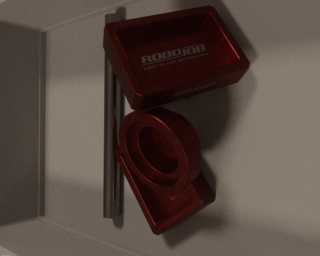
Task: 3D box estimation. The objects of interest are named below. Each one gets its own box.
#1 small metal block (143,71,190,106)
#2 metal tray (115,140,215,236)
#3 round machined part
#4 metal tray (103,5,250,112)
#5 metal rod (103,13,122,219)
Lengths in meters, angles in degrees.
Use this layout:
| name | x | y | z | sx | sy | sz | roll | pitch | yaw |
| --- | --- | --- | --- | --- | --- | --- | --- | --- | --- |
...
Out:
| name | x | y | z | sx | sy | sz | roll | pitch | yaw |
| --- | --- | --- | --- | --- | --- | --- | --- | --- | --- |
| small metal block | 0.007 | -0.056 | 0.399 | 0.050 | 0.025 | 0.050 | -12 | 82 | 39 |
| metal tray | 0.001 | 0.058 | 0.400 | 0.090 | 0.030 | 0.130 | -44 | 64 | 31 |
| round machined part | 0.004 | 0.020 | 0.336 | 0.098 | 0.042 | 0.097 | 24 | 130 | 33 |
| metal tray | 0.017 | -0.077 | 0.326 | 0.090 | 0.131 | 0.030 | 64 | 158 | 20 |
| metal rod | -0.071 | -0.017 | 0.462 | 0.025 | 0.025 | 0.298 | 1 | 91 | 39 |
